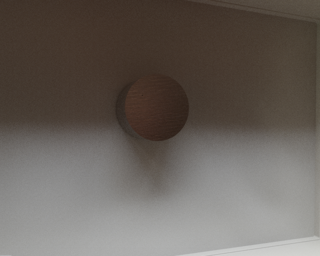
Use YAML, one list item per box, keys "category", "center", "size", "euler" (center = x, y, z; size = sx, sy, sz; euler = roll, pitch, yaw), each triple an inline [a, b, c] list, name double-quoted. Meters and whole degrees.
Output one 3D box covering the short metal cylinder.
- category: "short metal cylinder"
  center: [-0.011, -0.024, 0.391]
  size: [0.081, 0.050, 0.080]
  euler: [0, 90, -20]
